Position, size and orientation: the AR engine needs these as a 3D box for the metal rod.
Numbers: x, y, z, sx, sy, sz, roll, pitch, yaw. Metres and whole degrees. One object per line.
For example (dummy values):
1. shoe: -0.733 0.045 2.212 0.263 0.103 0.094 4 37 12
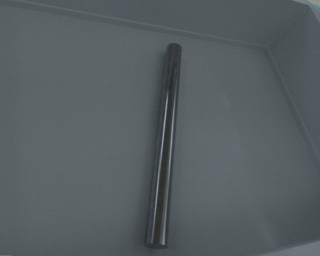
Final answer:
1. metal rod: 0.009 0.000 0.407 0.025 0.025 0.300 18 55 -18
